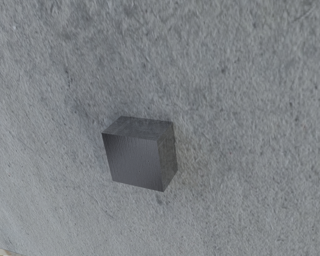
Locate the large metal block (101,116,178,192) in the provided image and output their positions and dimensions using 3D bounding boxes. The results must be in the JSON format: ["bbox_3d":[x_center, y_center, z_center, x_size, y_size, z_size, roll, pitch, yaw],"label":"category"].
[{"bbox_3d":[-0.025,0.034,0.425,0.080,0.050,0.080,7,122,24],"label":"large metal block"}]
